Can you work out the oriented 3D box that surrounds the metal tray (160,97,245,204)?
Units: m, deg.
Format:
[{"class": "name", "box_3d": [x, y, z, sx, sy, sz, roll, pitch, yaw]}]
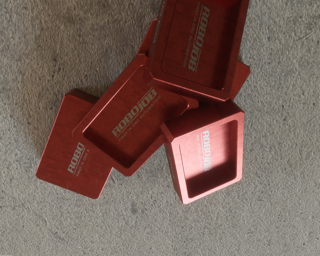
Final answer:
[{"class": "metal tray", "box_3d": [0.056, 0.033, 0.385, 0.091, 0.030, 0.129, -22, 134, -10]}]

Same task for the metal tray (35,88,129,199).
[{"class": "metal tray", "box_3d": [-0.100, 0.023, 0.415, 0.090, 0.030, 0.129, 23, 108, -9]}]

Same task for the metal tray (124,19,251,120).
[{"class": "metal tray", "box_3d": [0.032, -0.066, 0.384, 0.131, 0.030, 0.089, 25, 108, -10]}]

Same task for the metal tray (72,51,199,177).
[{"class": "metal tray", "box_3d": [-0.029, -0.015, 0.371, 0.090, 0.030, 0.130, 40, 105, -14]}]

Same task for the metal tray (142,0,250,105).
[{"class": "metal tray", "box_3d": [0.041, -0.100, 0.336, 0.091, 0.030, 0.129, 15, 82, -17]}]
